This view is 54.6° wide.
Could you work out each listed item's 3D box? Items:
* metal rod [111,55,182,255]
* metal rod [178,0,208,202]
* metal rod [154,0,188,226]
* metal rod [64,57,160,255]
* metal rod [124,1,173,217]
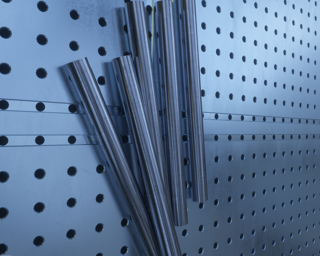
[{"bbox_3d":[-0.010,0.062,0.379,0.025,0.025,0.299,-17,95,-39],"label":"metal rod"},{"bbox_3d":[0.047,-0.043,0.447,0.025,0.025,0.298,-7,95,-40],"label":"metal rod"},{"bbox_3d":[0.016,-0.017,0.420,0.025,0.025,0.298,-7,95,-40],"label":"metal rod"},{"bbox_3d":[-0.042,0.063,0.373,0.025,0.025,0.299,-32,110,-35],"label":"metal rod"},{"bbox_3d":[-0.012,-0.006,0.397,0.025,0.025,0.298,-13,98,-39],"label":"metal rod"}]
